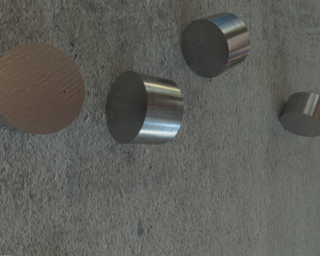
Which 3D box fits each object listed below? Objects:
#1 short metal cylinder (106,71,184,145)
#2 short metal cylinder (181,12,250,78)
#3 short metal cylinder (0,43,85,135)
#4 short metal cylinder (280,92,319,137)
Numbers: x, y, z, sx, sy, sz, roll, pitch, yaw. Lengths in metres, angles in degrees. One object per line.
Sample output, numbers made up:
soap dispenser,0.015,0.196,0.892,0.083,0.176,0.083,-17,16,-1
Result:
short metal cylinder,-0.019,-0.021,0.353,0.050,0.080,0.080,5,87,-40
short metal cylinder,0.077,-0.116,0.433,0.050,0.080,0.080,-30,109,-36
short metal cylinder,-0.119,-0.034,0.289,0.081,0.050,0.080,0,90,-40
short metal cylinder,0.284,-0.025,0.607,0.080,0.080,0.050,44,64,-31
